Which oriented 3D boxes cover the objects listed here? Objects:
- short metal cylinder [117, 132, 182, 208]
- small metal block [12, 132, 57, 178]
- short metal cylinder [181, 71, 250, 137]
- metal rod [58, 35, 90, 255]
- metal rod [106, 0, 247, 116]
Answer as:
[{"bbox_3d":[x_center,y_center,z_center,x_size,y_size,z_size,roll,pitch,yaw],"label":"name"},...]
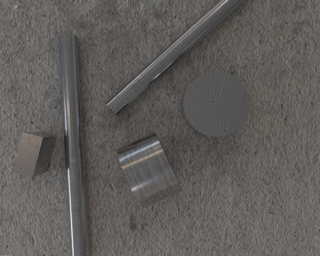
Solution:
[{"bbox_3d":[-0.012,0.051,0.382,0.050,0.080,0.080,-25,90,0],"label":"short metal cylinder"},{"bbox_3d":[-0.159,0.032,0.396,0.025,0.050,0.050,15,90,0],"label":"small metal block"},{"bbox_3d":[0.069,-0.029,0.398,0.081,0.050,0.080,0,90,0],"label":"short metal cylinder"},{"bbox_3d":[-0.113,0.029,0.409,0.025,0.025,0.298,-3,90,0],"label":"metal rod"},{"bbox_3d":[0.048,-0.125,0.410,0.300,0.025,0.025,-42,90,0],"label":"metal rod"}]
